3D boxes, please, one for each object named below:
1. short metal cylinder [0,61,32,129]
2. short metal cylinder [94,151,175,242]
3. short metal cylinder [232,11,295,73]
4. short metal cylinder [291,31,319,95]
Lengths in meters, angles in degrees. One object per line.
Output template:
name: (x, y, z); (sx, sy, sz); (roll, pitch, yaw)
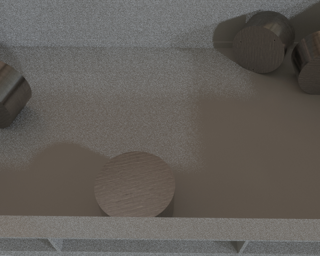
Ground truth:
short metal cylinder: (-0.219, -0.044, 0.405); (0.080, 0.080, 0.050); (11, 51, 9)
short metal cylinder: (-0.025, 0.072, 0.328); (0.080, 0.050, 0.080); (0, 50, 0)
short metal cylinder: (0.161, -0.133, 0.482); (0.080, 0.080, 0.050); (26, 55, 20)
short metal cylinder: (0.238, -0.094, 0.450); (0.080, 0.080, 0.050); (3, 50, 2)
